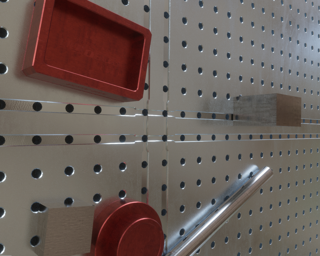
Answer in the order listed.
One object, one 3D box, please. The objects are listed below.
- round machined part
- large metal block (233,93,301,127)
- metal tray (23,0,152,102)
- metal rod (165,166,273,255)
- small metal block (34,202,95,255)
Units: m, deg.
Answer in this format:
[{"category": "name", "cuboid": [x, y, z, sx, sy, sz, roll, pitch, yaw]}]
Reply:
[{"category": "round machined part", "cuboid": [-0.034, 0.138, 0.372, 0.099, 0.042, 0.097, 0, 90, -40]}, {"category": "large metal block", "cuboid": [0.183, -0.028, 0.530, 0.081, 0.080, 0.050, 2, 89, -40]}, {"category": "metal tray", "cuboid": [-0.074, -0.086, 0.345, 0.131, 0.030, 0.090, 13, 82, -40]}, {"category": "metal rod", "cuboid": [0.094, 0.141, 0.491, 0.302, 0.025, 0.025, -29, 108, -37]}, {"category": "small metal block", "cuboid": [-0.100, 0.106, 0.327, 0.050, 0.025, 0.050, 8, 85, -40]}]
